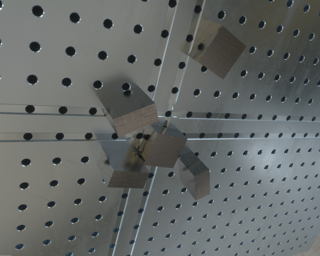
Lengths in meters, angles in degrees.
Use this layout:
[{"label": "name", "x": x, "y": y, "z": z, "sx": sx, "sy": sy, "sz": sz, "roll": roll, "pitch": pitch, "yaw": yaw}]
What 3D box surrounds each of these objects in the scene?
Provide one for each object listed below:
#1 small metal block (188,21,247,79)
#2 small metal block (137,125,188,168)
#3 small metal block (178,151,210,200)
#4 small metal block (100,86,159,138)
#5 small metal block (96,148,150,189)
[{"label": "small metal block", "x": 0.073, "y": -0.098, "z": 0.392, "sx": 0.050, "sy": 0.025, "sz": 0.050, "roll": 25, "pitch": 105, "yaw": -37}, {"label": "small metal block", "x": 0.003, "y": 0.026, "z": 0.431, "sx": 0.050, "sy": 0.025, "sz": 0.050, "roll": 11, "pitch": 113, "yaw": -34}, {"label": "small metal block", "x": 0.051, "y": 0.072, "z": 0.470, "sx": 0.025, "sy": 0.050, "sz": 0.050, "roll": -20, "pitch": 126, "yaw": -17}, {"label": "small metal block", "x": -0.036, "y": -0.020, "z": 0.364, "sx": 0.050, "sy": 0.050, "sz": 0.025, "roll": -23, "pitch": 127, "yaw": -15}, {"label": "small metal block", "x": -0.049, "y": 0.052, "z": 0.402, "sx": 0.050, "sy": 0.050, "sz": 0.025, "roll": 10, "pitch": 114, "yaw": -33}]
